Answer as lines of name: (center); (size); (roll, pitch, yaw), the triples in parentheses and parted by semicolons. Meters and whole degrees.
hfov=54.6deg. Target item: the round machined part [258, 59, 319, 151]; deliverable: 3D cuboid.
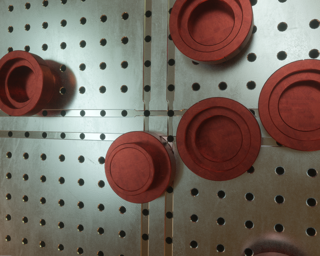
round machined part: (0.162, -0.024, 0.346); (0.098, 0.042, 0.097); (0, 90, 20)

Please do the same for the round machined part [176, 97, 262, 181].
round machined part: (0.073, 0.013, 0.378); (0.098, 0.042, 0.097); (0, 90, 20)

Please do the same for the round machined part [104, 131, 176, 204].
round machined part: (-0.032, 0.053, 0.415); (0.098, 0.042, 0.097); (0, 90, 20)

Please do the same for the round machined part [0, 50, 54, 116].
round machined part: (-0.205, -0.066, 0.477); (0.098, 0.042, 0.097); (0, 90, 20)

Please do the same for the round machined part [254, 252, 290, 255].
round machined part: (0.135, 0.191, 0.356); (0.098, 0.042, 0.097); (0, 90, 20)

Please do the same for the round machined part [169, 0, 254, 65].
round machined part: (0.064, -0.126, 0.381); (0.098, 0.042, 0.097); (0, 90, 20)
